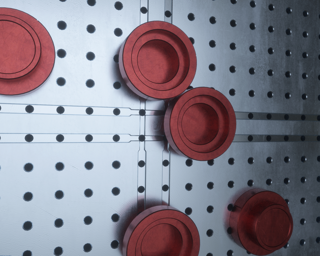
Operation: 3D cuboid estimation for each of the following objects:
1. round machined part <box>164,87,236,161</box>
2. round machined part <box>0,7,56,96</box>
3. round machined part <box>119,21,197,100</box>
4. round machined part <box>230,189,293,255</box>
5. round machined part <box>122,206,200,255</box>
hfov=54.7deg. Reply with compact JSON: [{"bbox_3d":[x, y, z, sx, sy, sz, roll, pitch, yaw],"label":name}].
[{"bbox_3d":[0.051,-0.006,0.424,0.099,0.042,0.097,0,90,-21],"label":"round machined part"},{"bbox_3d":[-0.167,-0.085,0.342,0.099,0.042,0.097,0,90,-21],"label":"round machined part"},{"bbox_3d":[-0.005,-0.084,0.402,0.099,0.042,0.097,0,90,-21],"label":"round machined part"},{"bbox_3d":[0.158,0.143,0.464,0.099,0.042,0.097,0,90,-21],"label":"round machined part"},{"bbox_3d":[-0.001,0.150,0.405,0.099,0.042,0.097,0,90,-21],"label":"round machined part"}]
